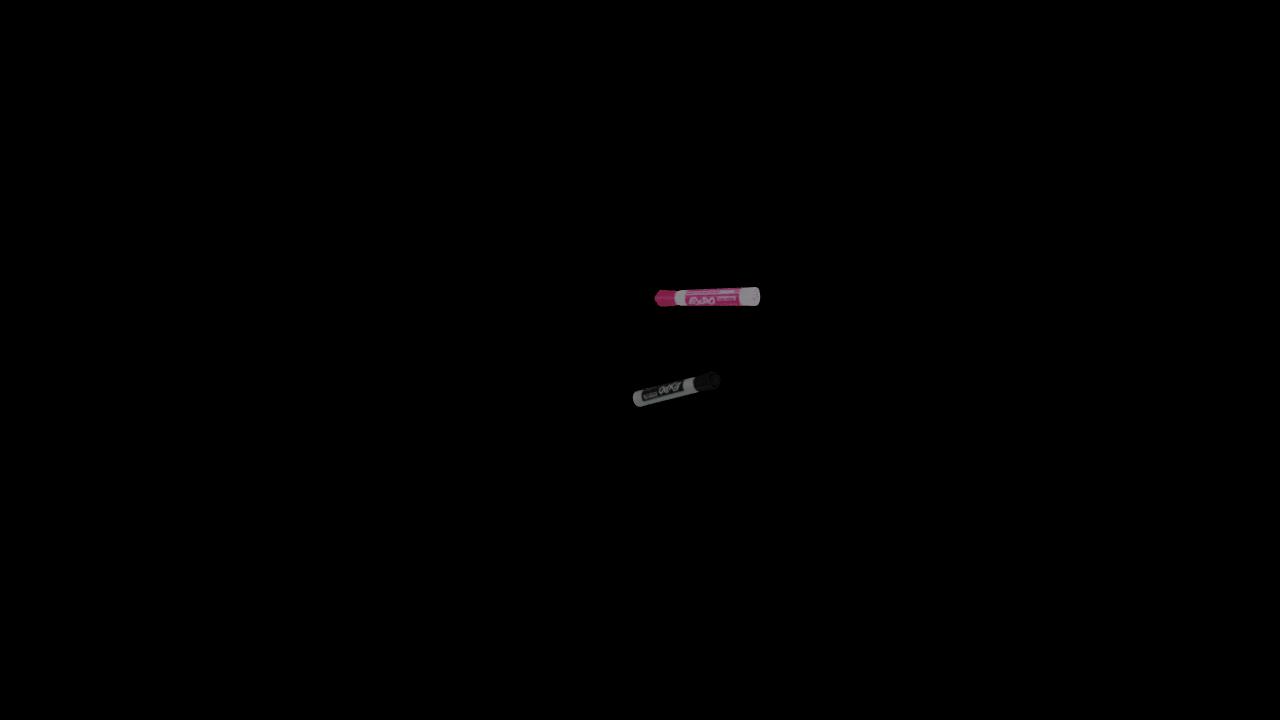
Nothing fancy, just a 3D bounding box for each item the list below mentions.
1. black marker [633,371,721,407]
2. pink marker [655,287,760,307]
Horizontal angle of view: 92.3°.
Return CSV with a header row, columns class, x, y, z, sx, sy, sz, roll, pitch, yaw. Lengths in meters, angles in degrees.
class,x,y,z,sx,sy,sz,roll,pitch,yaw
black marker,0.039,0.033,0.678,0.020,0.020,0.121,0,-12,-45
pink marker,0.068,-0.066,0.650,0.121,0.020,0.020,3,2,35
